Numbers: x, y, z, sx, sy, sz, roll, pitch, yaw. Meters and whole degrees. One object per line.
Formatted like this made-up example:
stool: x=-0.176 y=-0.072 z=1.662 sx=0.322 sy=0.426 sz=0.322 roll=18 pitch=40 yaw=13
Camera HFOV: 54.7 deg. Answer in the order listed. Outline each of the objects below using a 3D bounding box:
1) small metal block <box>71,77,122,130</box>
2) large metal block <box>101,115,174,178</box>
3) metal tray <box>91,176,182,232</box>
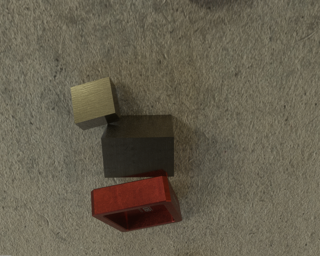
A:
small metal block: x=-0.079 y=-0.030 z=0.384 sx=0.050 sy=0.025 sz=0.050 roll=-15 pitch=68 yaw=5
large metal block: x=-0.024 y=0.020 z=0.387 sx=0.081 sy=0.080 sz=0.050 roll=-1 pitch=110 yaw=0
metal tray: x=-0.024 y=0.103 z=0.402 sx=0.090 sy=0.030 sz=0.130 roll=-12 pitch=152 yaw=4
